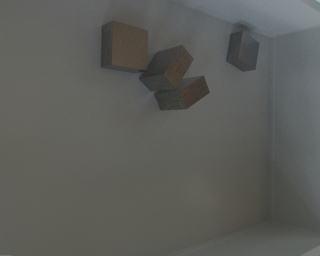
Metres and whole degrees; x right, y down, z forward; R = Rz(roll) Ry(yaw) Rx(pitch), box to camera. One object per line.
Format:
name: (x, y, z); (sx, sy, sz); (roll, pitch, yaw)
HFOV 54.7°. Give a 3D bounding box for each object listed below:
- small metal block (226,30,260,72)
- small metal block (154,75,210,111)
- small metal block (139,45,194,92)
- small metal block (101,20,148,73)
small metal block: (0.142, -0.130, 0.528); (0.050, 0.025, 0.050); (19, 78, -39)
small metal block: (0.029, -0.047, 0.417); (0.050, 0.050, 0.025); (-36, 113, -34)
small metal block: (0.008, -0.076, 0.399); (0.025, 0.050, 0.050); (45, 63, -31)
small metal block: (-0.042, -0.096, 0.373); (0.050, 0.025, 0.050); (2, 89, -40)
